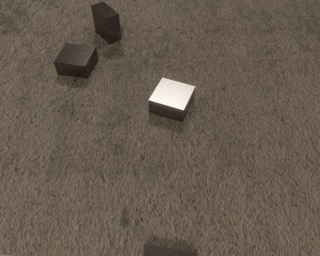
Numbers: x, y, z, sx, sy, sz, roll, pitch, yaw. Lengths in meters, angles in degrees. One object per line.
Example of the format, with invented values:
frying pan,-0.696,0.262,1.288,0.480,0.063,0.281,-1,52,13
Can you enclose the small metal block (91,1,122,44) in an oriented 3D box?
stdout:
small metal block,-0.093,-0.183,0.540,0.025,0.050,0.050,-29,56,-22

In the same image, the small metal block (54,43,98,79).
small metal block,-0.132,-0.107,0.492,0.050,0.025,0.050,9,51,7

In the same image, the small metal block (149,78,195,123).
small metal block,0.017,-0.040,0.437,0.050,0.025,0.050,17,52,13

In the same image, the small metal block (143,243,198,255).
small metal block,0.006,0.140,0.286,0.050,0.025,0.050,8,50,6
